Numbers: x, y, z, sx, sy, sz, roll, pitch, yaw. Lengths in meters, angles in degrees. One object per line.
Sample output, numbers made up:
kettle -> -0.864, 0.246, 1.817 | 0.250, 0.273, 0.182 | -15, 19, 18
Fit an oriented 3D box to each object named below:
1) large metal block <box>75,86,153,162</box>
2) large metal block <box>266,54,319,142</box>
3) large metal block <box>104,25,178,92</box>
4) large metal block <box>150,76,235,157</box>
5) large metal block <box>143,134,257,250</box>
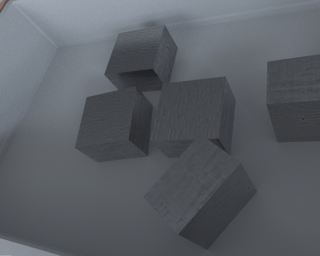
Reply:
large metal block -> -0.060, -0.003, 0.423 | 0.080, 0.050, 0.080 | -9, 58, 23
large metal block -> 0.154, -0.027, 0.306 | 0.080, 0.080, 0.050 | -3, 60, 26
large metal block -> -0.026, -0.101, 0.466 | 0.080, 0.050, 0.080 | -1, 61, 27
large metal block -> 0.042, -0.011, 0.374 | 0.080, 0.050, 0.080 | -3, 60, 27
large metal block -> 0.044, 0.066, 0.307 | 0.080, 0.080, 0.050 | -48, 51, -5
